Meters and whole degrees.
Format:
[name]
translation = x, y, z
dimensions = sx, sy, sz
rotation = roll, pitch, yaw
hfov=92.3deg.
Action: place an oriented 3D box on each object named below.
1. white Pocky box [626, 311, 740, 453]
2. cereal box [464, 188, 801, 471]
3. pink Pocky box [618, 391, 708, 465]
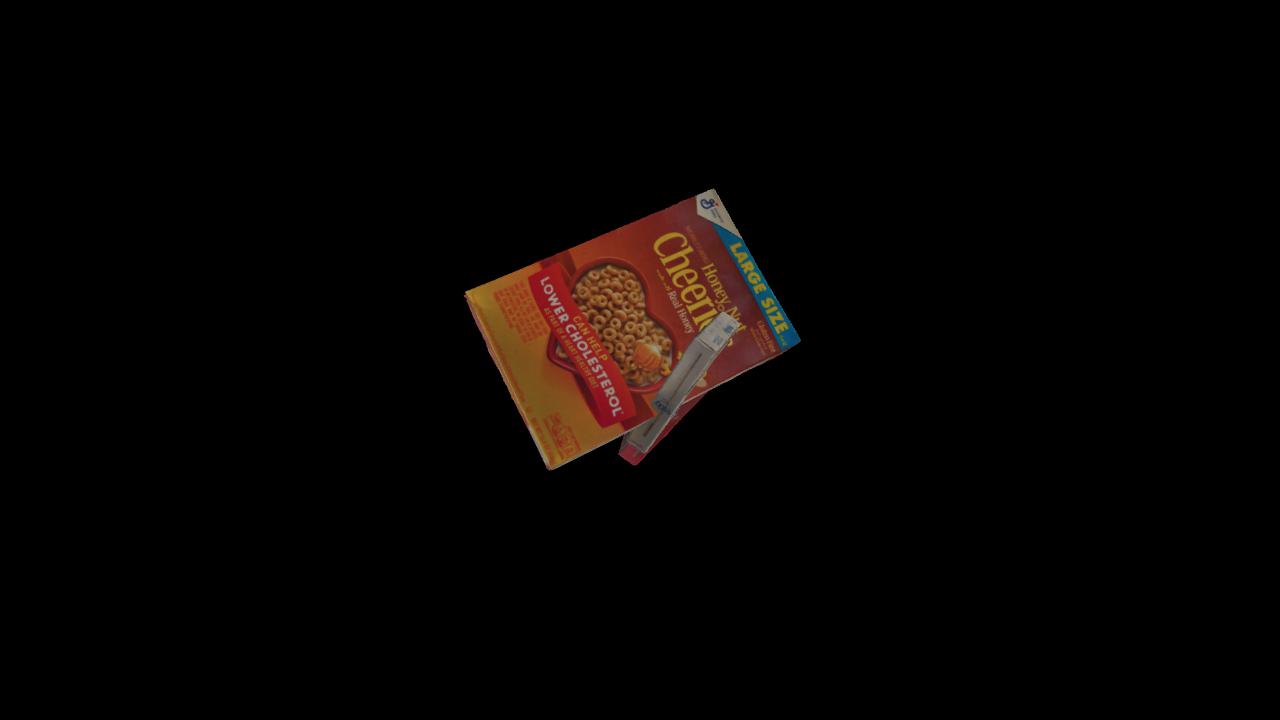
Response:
[white Pocky box]
translation = 0.044, 0.024, 0.643
dimensions = 0.028, 0.154, 0.084
rotation = 37, 34, 7
[cereal box]
translation = -0.005, -0.038, 0.672
dimensions = 0.306, 0.203, 0.081
rotation = -25, -7, -14
[pink Pocky box]
translation = 0.035, 0.052, 0.745
dimensions = 0.029, 0.155, 0.084
rotation = 37, 23, -10
